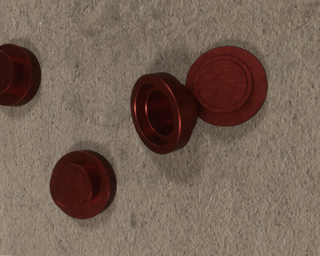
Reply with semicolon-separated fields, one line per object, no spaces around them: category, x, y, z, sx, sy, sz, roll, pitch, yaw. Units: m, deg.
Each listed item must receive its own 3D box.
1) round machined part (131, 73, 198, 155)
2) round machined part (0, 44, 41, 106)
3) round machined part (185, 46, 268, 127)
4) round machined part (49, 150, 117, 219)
round machined part;0.008;-0.020;0.380;0.098;0.042;0.097;24;122;47
round machined part;-0.240;-0.083;0.482;0.098;0.042;0.097;0;90;19
round machined part;0.078;-0.050;0.372;0.098;0.042;0.097;0;90;19
round machined part;-0.115;0.081;0.439;0.098;0.042;0.097;0;90;19
